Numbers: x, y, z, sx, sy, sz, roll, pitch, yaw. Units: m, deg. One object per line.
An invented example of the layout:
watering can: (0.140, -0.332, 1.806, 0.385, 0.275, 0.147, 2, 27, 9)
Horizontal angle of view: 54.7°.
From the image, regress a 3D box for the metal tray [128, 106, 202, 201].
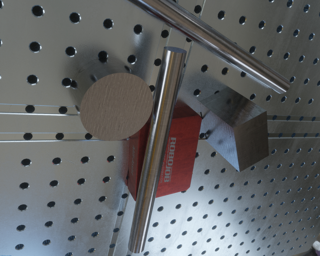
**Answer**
metal tray: (0.005, 0.038, 0.436, 0.091, 0.030, 0.129, -9, 122, -24)

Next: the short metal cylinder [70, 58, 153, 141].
short metal cylinder: (-0.055, -0.032, 0.346, 0.081, 0.050, 0.079, -14, 125, -21)

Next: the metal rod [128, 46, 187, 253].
metal rod: (-0.010, 0.047, 0.396, 0.025, 0.025, 0.298, -4, 120, -27)

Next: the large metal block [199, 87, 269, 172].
large metal block: (0.104, 0.001, 0.435, 0.050, 0.080, 0.080, -27, 128, -12)

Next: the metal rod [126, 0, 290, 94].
metal rod: (0.073, -0.105, 0.388, 0.302, 0.025, 0.025, 19, 108, -36)
